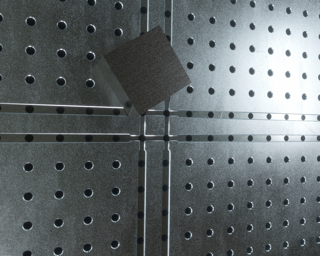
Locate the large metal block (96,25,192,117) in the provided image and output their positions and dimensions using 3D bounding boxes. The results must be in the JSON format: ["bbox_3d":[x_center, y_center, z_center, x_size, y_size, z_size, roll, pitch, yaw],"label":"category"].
[{"bbox_3d":[-0.021,-0.070,0.392,0.080,0.050,0.080,-34,102,-17],"label":"large metal block"}]
